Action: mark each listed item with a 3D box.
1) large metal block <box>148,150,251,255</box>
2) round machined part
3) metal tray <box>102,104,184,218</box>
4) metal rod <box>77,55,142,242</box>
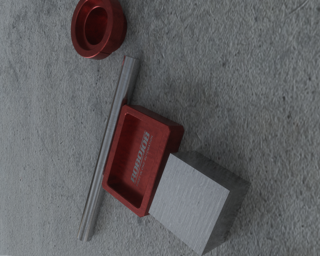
[{"bbox_3d":[0.043,0.081,0.353,0.080,0.050,0.079,30,109,36],"label":"large metal block"},{"bbox_3d":[-0.088,-0.151,0.466,0.098,0.042,0.097,0,90,40],"label":"round machined part"},{"bbox_3d":[-0.027,0.042,0.424,0.090,0.030,0.129,27,107,36],"label":"metal tray"},{"bbox_3d":[-0.081,0.039,0.471,0.025,0.025,0.298,27,107,36],"label":"metal rod"}]
